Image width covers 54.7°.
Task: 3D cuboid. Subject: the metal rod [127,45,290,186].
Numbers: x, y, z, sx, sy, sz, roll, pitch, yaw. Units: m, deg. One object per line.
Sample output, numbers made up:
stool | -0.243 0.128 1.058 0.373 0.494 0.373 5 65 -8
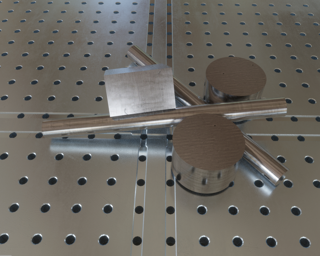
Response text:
metal rod | 0.049 -0.033 0.432 0.025 0.025 0.300 -31 57 -23

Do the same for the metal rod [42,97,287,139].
metal rod | 0.003 -0.012 0.391 0.302 0.025 0.025 -5 50 3

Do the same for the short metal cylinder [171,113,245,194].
short metal cylinder | 0.054 0.029 0.363 0.081 0.050 0.080 0 50 0

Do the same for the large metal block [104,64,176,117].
large metal block | -0.028 -0.053 0.407 0.081 0.050 0.080 -8 16 -6

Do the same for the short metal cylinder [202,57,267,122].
short metal cylinder | 0.102 -0.055 0.434 0.081 0.050 0.080 0 50 0
